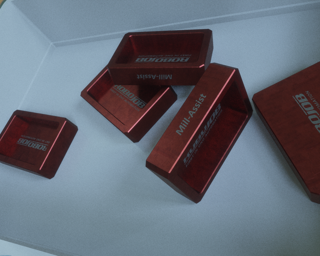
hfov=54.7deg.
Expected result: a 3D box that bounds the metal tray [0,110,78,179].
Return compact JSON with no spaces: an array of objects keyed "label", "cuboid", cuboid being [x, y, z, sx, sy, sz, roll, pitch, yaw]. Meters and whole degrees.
[{"label":"metal tray","cuboid":[-0.203,0.022,0.492,0.130,0.030,0.090,9,66,31]}]

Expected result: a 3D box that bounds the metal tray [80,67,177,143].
[{"label":"metal tray","cuboid":[-0.049,-0.048,0.455,0.090,0.030,0.130,-48,52,-6]}]

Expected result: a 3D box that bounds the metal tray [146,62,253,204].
[{"label":"metal tray","cuboid":[0.048,0.008,0.332,0.030,0.090,0.130,25,75,36]}]

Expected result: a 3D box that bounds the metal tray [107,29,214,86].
[{"label":"metal tray","cuboid":[0.003,-0.099,0.430,0.130,0.030,0.090,3,47,16]}]

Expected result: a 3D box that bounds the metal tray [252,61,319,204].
[{"label":"metal tray","cuboid":[0.165,-0.001,0.316,0.090,0.030,0.130,-27,53,10]}]
